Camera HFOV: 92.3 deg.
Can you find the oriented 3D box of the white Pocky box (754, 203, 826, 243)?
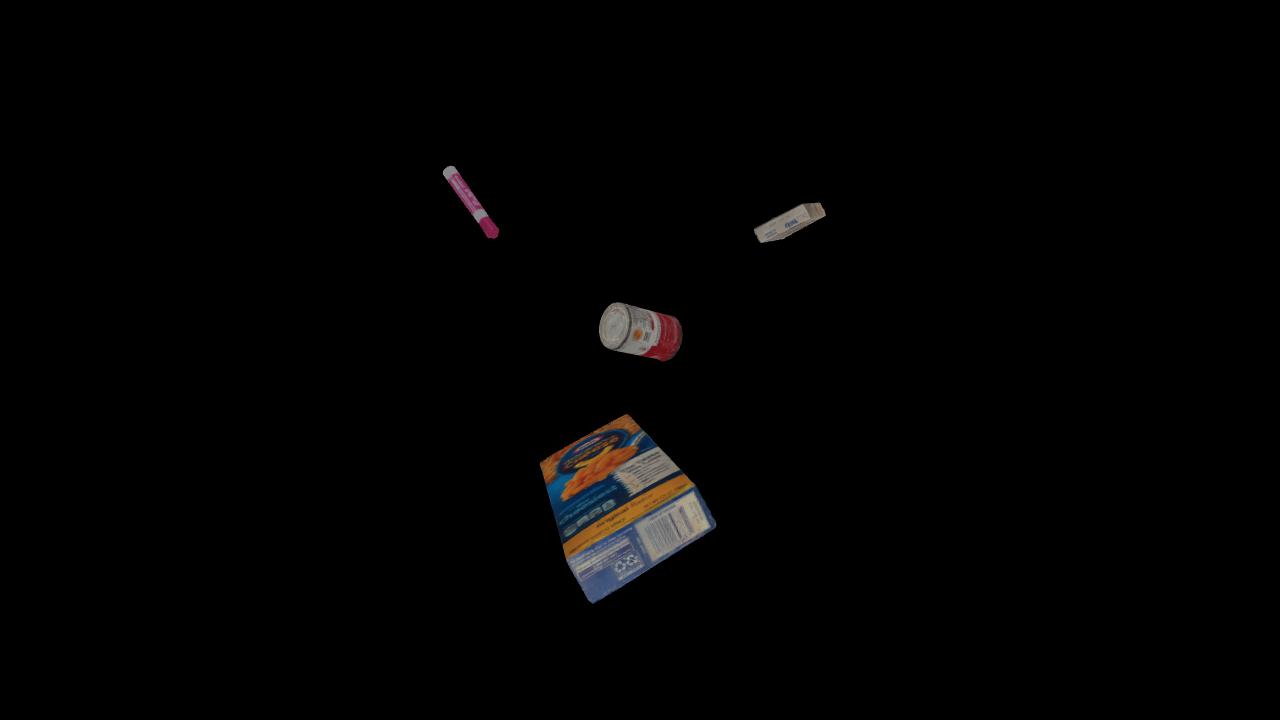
[{"bbox_3d":[0.236,-0.215,0.959,0.084,0.028,0.154,-26,1,28],"label":"white Pocky box"}]

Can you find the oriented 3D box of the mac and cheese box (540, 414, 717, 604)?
[{"bbox_3d":[-0.020,0.097,0.459,0.093,0.041,0.184,-30,15,-9],"label":"mac and cheese box"}]

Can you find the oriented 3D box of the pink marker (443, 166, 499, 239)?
[{"bbox_3d":[-0.222,-0.208,0.814,0.020,0.121,0.020,-34,-14,-10],"label":"pink marker"}]

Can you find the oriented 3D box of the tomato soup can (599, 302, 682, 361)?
[{"bbox_3d":[0.001,-0.039,0.862,0.101,0.068,0.068,11,-7,-41],"label":"tomato soup can"}]
